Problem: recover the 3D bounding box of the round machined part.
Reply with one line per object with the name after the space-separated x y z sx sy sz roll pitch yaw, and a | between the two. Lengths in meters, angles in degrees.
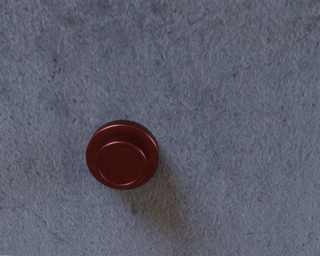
-0.050 0.042 0.415 0.099 0.042 0.097 0 110 -1 | round machined part
